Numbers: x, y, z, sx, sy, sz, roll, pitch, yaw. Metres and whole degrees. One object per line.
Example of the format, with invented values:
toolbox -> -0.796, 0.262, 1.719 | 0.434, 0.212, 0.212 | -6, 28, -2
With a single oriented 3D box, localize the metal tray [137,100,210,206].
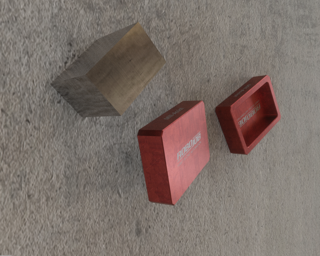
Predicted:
metal tray -> 0.024, 0.024, 0.388 | 0.131, 0.030, 0.089 | -36, 122, -56

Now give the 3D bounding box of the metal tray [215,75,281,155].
metal tray -> 0.156, -0.025, 0.535 | 0.131, 0.030, 0.090 | -37, 113, -34

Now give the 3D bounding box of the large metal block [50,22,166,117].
large metal block -> -0.054, -0.058, 0.325 | 0.050, 0.080, 0.080 | 52, 60, -28

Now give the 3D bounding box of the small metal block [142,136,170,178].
small metal block -> -0.006, 0.033, 0.382 | 0.025, 0.050, 0.050 | 2, 89, -11
